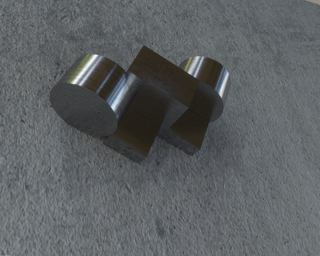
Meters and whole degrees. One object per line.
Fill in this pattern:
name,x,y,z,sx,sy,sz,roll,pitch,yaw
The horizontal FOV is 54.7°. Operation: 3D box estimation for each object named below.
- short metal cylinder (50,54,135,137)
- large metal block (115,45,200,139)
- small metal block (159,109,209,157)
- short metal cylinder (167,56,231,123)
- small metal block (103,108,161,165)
short metal cylinder,-0.075,-0.035,0.351,0.080,0.080,0.050,31,52,-9
large metal block,-0.010,-0.042,0.391,0.080,0.080,0.050,31,52,-9
small metal block,0.034,0.003,0.422,0.050,0.025,0.050,31,52,-8
short metal cylinder,0.053,-0.051,0.430,0.080,0.080,0.050,31,52,-9
small metal block,-0.034,0.009,0.382,0.050,0.025,0.050,31,52,-8
